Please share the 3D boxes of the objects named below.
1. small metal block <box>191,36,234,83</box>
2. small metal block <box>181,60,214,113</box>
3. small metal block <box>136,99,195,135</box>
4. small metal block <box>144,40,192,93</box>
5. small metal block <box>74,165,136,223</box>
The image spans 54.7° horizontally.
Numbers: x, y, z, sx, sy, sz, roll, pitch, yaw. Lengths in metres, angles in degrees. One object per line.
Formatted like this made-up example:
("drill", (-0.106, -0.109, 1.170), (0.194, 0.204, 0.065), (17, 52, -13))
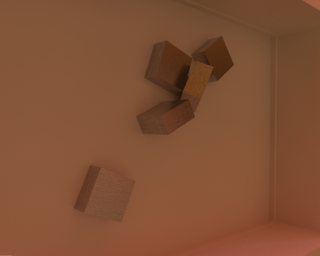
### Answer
("small metal block", (0.082, -0.105, 0.475), (0.050, 0.025, 0.050), (-44, 117, -31))
("small metal block", (0.049, -0.056, 0.428), (0.025, 0.050, 0.050), (22, 72, 4))
("small metal block", (0.007, -0.014, 0.396), (0.050, 0.050, 0.025), (-32, 110, -35))
("small metal block", (0.012, -0.081, 0.416), (0.050, 0.025, 0.050), (25, 75, -37))
("small metal block", (-0.062, 0.075, 0.355), (0.050, 0.025, 0.050), (29, 72, -36))
